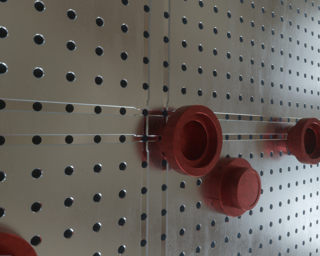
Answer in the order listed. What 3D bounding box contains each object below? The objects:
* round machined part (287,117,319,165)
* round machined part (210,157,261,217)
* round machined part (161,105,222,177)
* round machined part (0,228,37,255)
[{"bbox_3d":[0.307,0.027,0.656,0.099,0.042,0.097,1,88,-34],"label":"round machined part"},{"bbox_3d":[0.130,0.098,0.511,0.099,0.042,0.097,0,90,-40],"label":"round machined part"},{"bbox_3d":[0.040,0.017,0.434,0.099,0.042,0.097,0,90,-40],"label":"round machined part"},{"bbox_3d":[-0.154,0.141,0.270,0.099,0.042,0.097,0,90,-40],"label":"round machined part"}]
